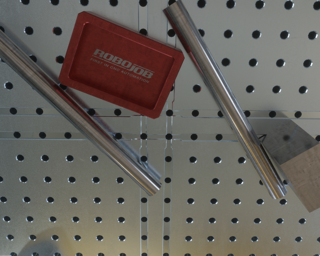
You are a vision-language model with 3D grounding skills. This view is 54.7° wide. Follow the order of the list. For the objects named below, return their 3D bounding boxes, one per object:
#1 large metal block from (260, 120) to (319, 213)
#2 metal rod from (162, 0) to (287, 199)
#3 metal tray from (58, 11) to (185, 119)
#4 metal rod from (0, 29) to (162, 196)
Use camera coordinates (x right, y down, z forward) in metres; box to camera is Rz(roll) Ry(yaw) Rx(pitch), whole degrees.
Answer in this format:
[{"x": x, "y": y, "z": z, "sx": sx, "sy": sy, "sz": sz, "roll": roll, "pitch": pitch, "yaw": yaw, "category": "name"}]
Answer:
[{"x": 0.182, "y": 0.047, "z": 0.403, "sx": 0.050, "sy": 0.080, "sz": 0.080, "roll": -33, "pitch": 107, "yaw": 11, "category": "large metal block"}, {"x": 0.093, "y": -0.025, "z": 0.404, "sx": 0.025, "sy": 0.025, "sz": 0.299, "roll": -30, "pitch": 108, "yaw": 10, "category": "metal rod"}, {"x": -0.046, "y": -0.076, "z": 0.382, "sx": 0.131, "sy": 0.030, "sz": 0.089, "roll": 21, "pitch": 109, "yaw": -8, "category": "metal tray"}, {"x": -0.108, "y": -0.015, "z": 0.406, "sx": 0.025, "sy": 0.025, "sz": 0.300, "roll": -41, "pitch": 106, "yaw": 13, "category": "metal rod"}]
